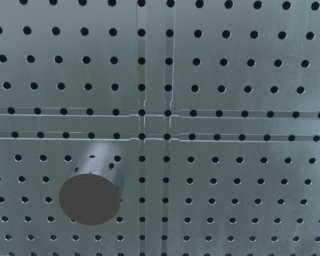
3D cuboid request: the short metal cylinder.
[{"bbox_3d":[-0.093,0.087,0.431,0.081,0.050,0.079,0,110,-1],"label":"short metal cylinder"}]
